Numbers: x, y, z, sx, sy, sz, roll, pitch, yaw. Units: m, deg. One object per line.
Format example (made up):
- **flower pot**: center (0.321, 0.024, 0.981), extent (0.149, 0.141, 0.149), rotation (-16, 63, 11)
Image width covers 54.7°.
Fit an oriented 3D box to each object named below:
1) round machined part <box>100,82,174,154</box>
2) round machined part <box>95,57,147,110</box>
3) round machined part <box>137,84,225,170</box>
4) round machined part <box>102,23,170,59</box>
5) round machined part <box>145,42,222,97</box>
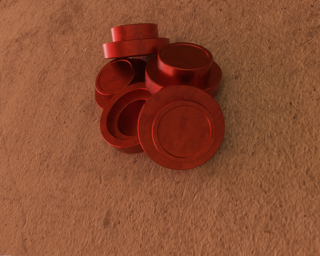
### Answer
- **round machined part**: center (-0.027, -0.009, 0.413), extent (0.098, 0.042, 0.098), rotation (-13, 56, 20)
- **round machined part**: center (-0.057, -0.067, 0.465), extent (0.098, 0.042, 0.098), rotation (-13, 56, 20)
- **round machined part**: center (0.024, 0.001, 0.345), extent (0.098, 0.098, 0.042), rotation (-37, 10, 3)
- **round machined part**: center (-0.035, -0.126, 0.451), extent (0.098, 0.099, 0.042), rotation (1, 104, 28)
- **round machined part**: center (0.031, -0.075, 0.395), extent (0.099, 0.042, 0.098), rotation (2, 43, -2)
